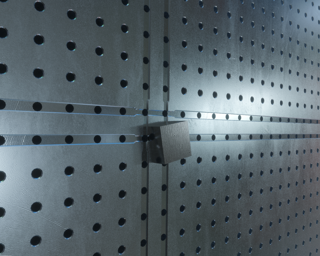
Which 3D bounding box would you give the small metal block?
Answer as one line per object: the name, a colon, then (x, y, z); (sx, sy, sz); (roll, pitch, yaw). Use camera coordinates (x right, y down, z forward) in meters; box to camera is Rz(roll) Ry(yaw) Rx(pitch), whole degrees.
small metal block: (0.014, 0.018, 0.423); (0.050, 0.025, 0.050); (-12, 98, -40)
